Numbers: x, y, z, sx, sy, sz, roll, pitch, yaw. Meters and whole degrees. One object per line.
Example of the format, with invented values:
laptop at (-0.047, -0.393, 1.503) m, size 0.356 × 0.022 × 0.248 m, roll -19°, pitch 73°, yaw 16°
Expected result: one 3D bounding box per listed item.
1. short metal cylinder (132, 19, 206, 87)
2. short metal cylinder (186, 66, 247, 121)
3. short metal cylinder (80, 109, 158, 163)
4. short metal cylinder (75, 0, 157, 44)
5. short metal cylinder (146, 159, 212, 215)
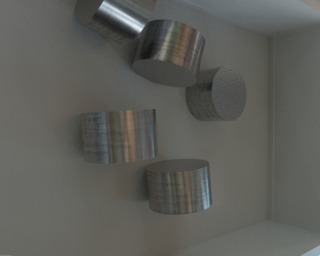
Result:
short metal cylinder at (0.011, -0.089, 0.382) m, size 0.080 × 0.080 × 0.050 m, roll 23°, pitch 76°, yaw -38°
short metal cylinder at (0.085, -0.050, 0.464) m, size 0.081 × 0.050 × 0.079 m, roll 0°, pitch 90°, yaw -40°
short metal cylinder at (-0.043, 0.007, 0.336) m, size 0.081 × 0.080 × 0.050 m, roll -6°, pitch 94°, yaw -40°
short metal cylinder at (-0.048, -0.138, 0.332) m, size 0.050 × 0.080 × 0.080 m, roll 20°, pitch 77°, yaw -39°
short metal cylinder at (0.024, 0.071, 0.393) m, size 0.081 × 0.080 × 0.050 m, roll -9°, pitch 96°, yaw -40°
